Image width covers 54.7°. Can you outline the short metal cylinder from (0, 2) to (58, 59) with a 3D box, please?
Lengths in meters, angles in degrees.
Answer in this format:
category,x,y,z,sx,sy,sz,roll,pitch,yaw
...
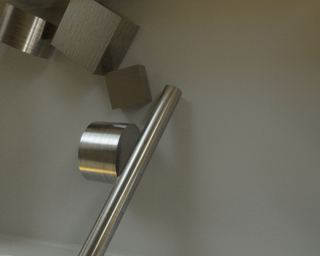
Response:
category,x,y,z,sx,sy,sz,roll,pitch,yaw
short metal cylinder,-0.192,-0.139,0.447,0.080,0.080,0.050,27,99,17

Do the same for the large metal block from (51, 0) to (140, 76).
category,x,y,z,sx,sy,sz,roll,pitch,yaw
large metal block,-0.088,-0.127,0.423,0.080,0.050,0.080,36,107,16

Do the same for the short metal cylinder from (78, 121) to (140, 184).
category,x,y,z,sx,sy,sz,roll,pitch,yaw
short metal cylinder,-0.061,0.032,0.402,0.050,0.080,0.079,4,92,20

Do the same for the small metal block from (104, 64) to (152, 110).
category,x,y,z,sx,sy,sz,roll,pitch,yaw
small metal block,-0.043,-0.055,0.421,0.050,0.025,0.050,-11,94,19

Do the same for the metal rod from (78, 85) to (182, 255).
category,x,y,z,sx,sy,sz,roll,pitch,yaw
metal rod,-0.045,0.077,0.355,0.025,0.025,0.300,19,69,18
